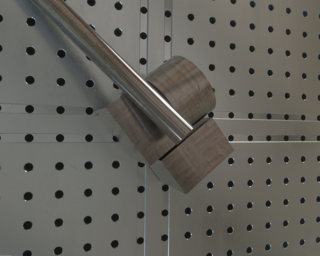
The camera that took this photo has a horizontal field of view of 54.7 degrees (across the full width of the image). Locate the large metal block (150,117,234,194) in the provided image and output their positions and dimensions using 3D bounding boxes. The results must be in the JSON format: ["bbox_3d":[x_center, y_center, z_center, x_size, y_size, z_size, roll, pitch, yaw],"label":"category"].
[{"bbox_3d":[0.032,0.031,0.394,0.080,0.080,0.050,-39,103,-16],"label":"large metal block"}]

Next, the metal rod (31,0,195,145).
[{"bbox_3d":[-0.080,-0.096,0.328,0.300,0.025,0.025,45,75,7],"label":"metal rod"}]

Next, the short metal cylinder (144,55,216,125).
[{"bbox_3d":[0.019,-0.037,0.364,0.050,0.080,0.080,-39,103,-16],"label":"short metal cylinder"}]

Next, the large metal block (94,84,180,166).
[{"bbox_3d":[-0.029,-0.005,0.374,0.050,0.080,0.080,-40,103,-16],"label":"large metal block"}]

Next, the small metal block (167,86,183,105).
[{"bbox_3d":[0.015,-0.049,0.420,0.050,0.025,0.050,-43,104,-15],"label":"small metal block"}]
